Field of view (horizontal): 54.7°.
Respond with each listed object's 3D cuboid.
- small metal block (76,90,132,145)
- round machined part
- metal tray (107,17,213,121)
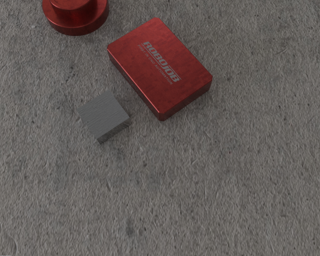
[{"bbox_3d":[-0.074,-0.014,0.413,0.050,0.025,0.050,-34,74,-12],"label":"small metal block"},{"bbox_3d":[-0.129,-0.193,0.469,0.099,0.042,0.098,0,70,0],"label":"round machined part"},{"bbox_3d":[-0.001,-0.085,0.437,0.090,0.030,0.130,-35,74,-12],"label":"metal tray"}]
